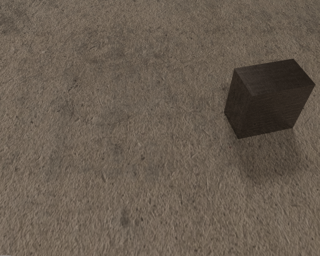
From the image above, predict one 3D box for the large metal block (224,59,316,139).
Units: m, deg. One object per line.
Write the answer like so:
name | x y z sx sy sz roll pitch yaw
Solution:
large metal block | 0.136 -0.036 0.400 0.081 0.080 0.050 -11 51 -10
